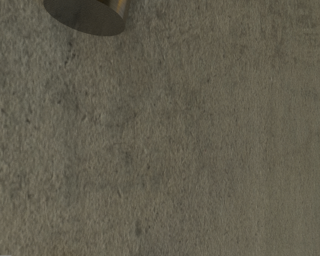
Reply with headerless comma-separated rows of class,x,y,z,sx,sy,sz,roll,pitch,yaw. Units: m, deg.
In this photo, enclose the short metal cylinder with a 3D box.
short metal cylinder,-0.069,-0.135,0.312,0.080,0.080,0.050,18,79,-39
